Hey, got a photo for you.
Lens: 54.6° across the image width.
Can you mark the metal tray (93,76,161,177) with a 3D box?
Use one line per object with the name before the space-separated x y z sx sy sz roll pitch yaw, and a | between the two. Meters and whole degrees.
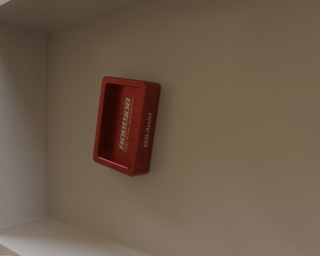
metal tray | -0.050 -0.005 0.446 0.090 0.030 0.129 14 99 39
